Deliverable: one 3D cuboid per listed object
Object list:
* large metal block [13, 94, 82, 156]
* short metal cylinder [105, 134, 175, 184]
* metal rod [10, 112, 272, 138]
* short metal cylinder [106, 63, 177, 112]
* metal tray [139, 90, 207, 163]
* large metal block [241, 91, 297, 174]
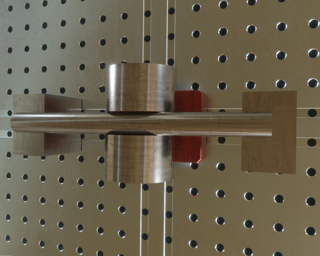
[{"bbox_3d":[-0.156,-0.004,0.437,0.050,0.080,0.080,1,90,20],"label":"large metal block"},{"bbox_3d":[-0.023,0.032,0.360,0.080,0.080,0.050,1,91,20],"label":"short metal cylinder"},{"bbox_3d":[-0.037,-0.005,0.340,0.301,0.025,0.025,1,90,19],"label":"metal rod"},{"bbox_3d":[-0.021,-0.043,0.359,0.080,0.080,0.050,1,91,20],"label":"short metal cylinder"},{"bbox_3d":[-0.005,-0.003,0.412,0.130,0.030,0.089,2,91,19],"label":"metal tray"},{"bbox_3d":[0.120,0.004,0.340,0.050,0.080,0.080,1,90,20],"label":"large metal block"}]
